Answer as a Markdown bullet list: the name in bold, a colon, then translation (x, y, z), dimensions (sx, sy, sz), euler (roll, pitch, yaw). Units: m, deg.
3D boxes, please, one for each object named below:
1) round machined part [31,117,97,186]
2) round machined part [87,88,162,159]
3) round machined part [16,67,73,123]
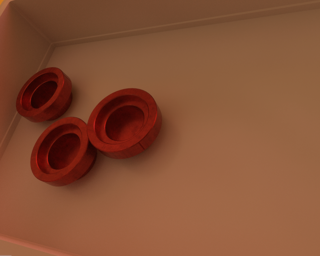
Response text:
- **round machined part**: translation (-0.129, 0.036, 0.438), dimensions (0.098, 0.042, 0.098), euler (-13, 56, 21)
- **round machined part**: translation (-0.043, -0.002, 0.413), dimensions (0.098, 0.042, 0.098), euler (-10, 56, 16)
- **round machined part**: translation (-0.188, -0.051, 0.523), dimensions (0.098, 0.042, 0.098), euler (-13, 56, 20)
